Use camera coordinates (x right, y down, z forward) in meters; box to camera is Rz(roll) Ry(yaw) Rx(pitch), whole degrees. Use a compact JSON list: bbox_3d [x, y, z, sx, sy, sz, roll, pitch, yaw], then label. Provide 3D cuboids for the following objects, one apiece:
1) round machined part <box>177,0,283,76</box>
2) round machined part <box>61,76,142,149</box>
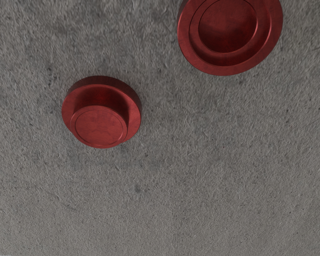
[{"bbox_3d":[0.066,-0.104,0.308,0.099,0.042,0.097,0,130,0],"label":"round machined part"},{"bbox_3d":[-0.072,-0.012,0.385,0.099,0.042,0.097,0,130,0],"label":"round machined part"}]
